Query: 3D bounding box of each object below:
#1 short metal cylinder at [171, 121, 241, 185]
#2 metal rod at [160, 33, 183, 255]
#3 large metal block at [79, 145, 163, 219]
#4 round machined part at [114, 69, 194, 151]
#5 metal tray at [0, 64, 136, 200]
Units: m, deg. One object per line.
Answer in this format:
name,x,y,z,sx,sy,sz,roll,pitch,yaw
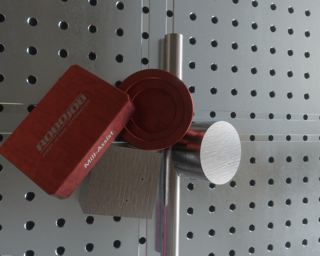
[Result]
short metal cylinder,0.062,0.031,0.408,0.081,0.050,0.079,0,91,-40
metal rod,0.016,0.024,0.419,0.025,0.025,0.298,1,90,-20
large metal block,-0.049,0.062,0.381,0.081,0.050,0.080,11,86,-20
round machined part,-0.008,-0.021,0.387,0.099,0.042,0.097,0,89,5
metal tray,-0.101,0.001,0.347,0.090,0.030,0.130,32,77,22
